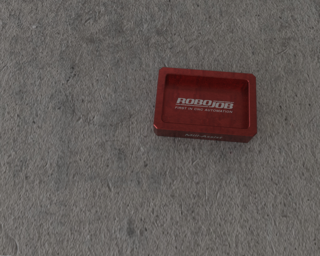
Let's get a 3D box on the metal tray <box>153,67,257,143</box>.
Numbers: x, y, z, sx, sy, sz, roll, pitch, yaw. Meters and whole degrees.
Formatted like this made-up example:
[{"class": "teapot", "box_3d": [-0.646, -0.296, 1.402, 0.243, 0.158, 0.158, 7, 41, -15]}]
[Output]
[{"class": "metal tray", "box_3d": [0.060, -0.031, 0.417, 0.131, 0.030, 0.090, 5, 70, 1]}]
